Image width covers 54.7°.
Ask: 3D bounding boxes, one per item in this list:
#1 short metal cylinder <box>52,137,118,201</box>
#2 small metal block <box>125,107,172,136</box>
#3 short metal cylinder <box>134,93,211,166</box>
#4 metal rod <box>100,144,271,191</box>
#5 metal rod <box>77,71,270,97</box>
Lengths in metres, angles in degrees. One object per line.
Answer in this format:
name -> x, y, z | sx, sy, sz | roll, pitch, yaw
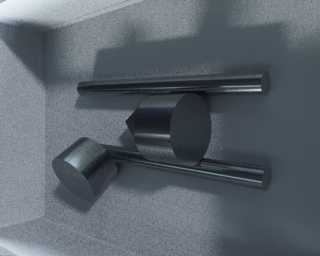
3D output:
short metal cylinder -> -0.110, 0.060, 0.454 | 0.080, 0.050, 0.079 | 24, 137, 24
small metal block -> -0.013, -0.004, 0.413 | 0.050, 0.025, 0.050 | -45, 63, 30
short metal cylinder -> 0.016, 0.001, 0.354 | 0.050, 0.081, 0.079 | 2, 92, 40
metal rod -> -0.008, 0.043, 0.409 | 0.300, 0.025, 0.025 | 4, 93, 39
metal rod -> -0.009, -0.054, 0.409 | 0.300, 0.025, 0.025 | 5, 93, 39
